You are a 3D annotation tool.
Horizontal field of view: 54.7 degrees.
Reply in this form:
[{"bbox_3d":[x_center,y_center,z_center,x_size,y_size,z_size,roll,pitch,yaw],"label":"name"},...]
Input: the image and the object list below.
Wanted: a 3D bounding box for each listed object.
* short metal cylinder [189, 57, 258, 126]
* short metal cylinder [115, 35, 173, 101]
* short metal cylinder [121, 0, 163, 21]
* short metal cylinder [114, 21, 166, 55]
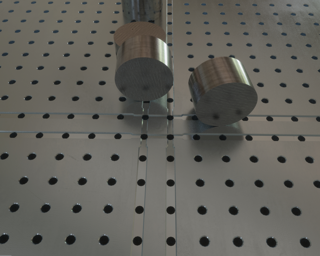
[{"bbox_3d":[0.082,-0.047,0.412,0.081,0.080,0.050,-6,50,-5],"label":"short metal cylinder"},{"bbox_3d":[-0.022,-0.084,0.442,0.081,0.080,0.050,-1,50,-1],"label":"short metal cylinder"},{"bbox_3d":[-0.035,-0.249,0.600,0.081,0.050,0.080,0,50,0],"label":"short metal cylinder"},{"bbox_3d":[-0.031,-0.127,0.498,0.081,0.050,0.080,0,50,0],"label":"short metal cylinder"}]
